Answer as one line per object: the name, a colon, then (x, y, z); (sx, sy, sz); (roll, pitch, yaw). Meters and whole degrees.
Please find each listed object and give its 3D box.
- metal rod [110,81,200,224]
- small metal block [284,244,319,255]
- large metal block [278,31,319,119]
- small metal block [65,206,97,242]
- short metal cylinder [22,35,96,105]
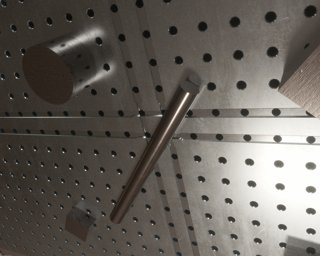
metal rod: (-0.021, 0.055, 0.454); (0.025, 0.025, 0.298); (33, 129, 6)
small metal block: (0.197, 0.194, 0.428); (0.050, 0.025, 0.050); (10, 123, 22)
large metal block: (0.168, -0.049, 0.277); (0.080, 0.050, 0.079); (36, 129, 4)
small metal block: (-0.157, 0.189, 0.608); (0.050, 0.025, 0.050); (28, 128, 10)
short metal cylinder: (-0.134, -0.078, 0.415); (0.080, 0.050, 0.079); (13, 124, 20)
